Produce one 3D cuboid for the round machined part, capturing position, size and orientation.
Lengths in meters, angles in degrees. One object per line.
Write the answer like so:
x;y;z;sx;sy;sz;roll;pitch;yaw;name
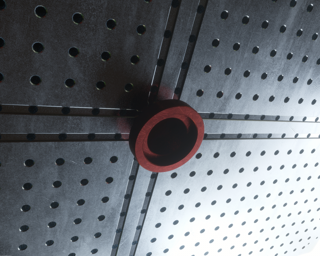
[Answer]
0.005;0.006;0.405;0.099;0.042;0.097;-14;124;-21;round machined part
